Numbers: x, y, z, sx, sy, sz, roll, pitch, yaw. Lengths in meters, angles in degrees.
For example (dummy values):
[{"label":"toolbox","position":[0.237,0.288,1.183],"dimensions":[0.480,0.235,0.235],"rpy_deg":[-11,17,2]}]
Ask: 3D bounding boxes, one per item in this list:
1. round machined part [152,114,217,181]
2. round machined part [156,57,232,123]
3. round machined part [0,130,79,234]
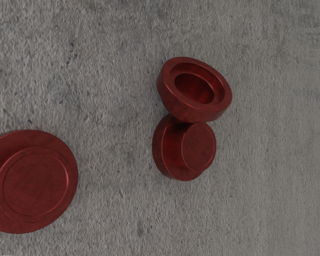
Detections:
[{"label":"round machined part","position":[0.040,0.025,0.427],"dimensions":[0.099,0.042,0.097],"rpy_deg":[0,90,-40]},{"label":"round machined part","position":[0.041,-0.045,0.407],"dimensions":[0.099,0.042,0.098],"rpy_deg":[14,48,-15]},{"label":"round machined part","position":[-0.122,0.050,0.291],"dimensions":[0.099,0.042,0.097],"rpy_deg":[0,90,-40]}]
